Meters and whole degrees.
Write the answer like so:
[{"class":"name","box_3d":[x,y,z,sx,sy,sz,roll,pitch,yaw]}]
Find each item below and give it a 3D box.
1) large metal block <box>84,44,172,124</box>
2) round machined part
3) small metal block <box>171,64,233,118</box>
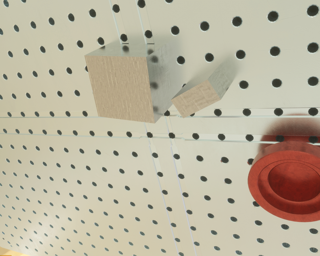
[{"class":"large metal block","box_3d":[-0.036,-0.056,0.379,0.080,0.050,0.079,7,122,24]},{"class":"round machined part","box_3d":[0.154,0.056,0.354,0.098,0.042,0.097,13,124,21]},{"class":"small metal block","box_3d":[0.047,-0.041,0.345,0.050,0.050,0.025,-27,104,37]}]
